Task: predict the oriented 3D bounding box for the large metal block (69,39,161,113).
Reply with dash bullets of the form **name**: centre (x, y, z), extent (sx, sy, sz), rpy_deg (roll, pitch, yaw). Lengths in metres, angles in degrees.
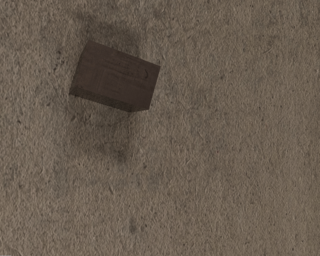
- **large metal block**: centre (-0.056, -0.055, 0.360), extent (0.081, 0.080, 0.050), rpy_deg (17, 85, -20)
